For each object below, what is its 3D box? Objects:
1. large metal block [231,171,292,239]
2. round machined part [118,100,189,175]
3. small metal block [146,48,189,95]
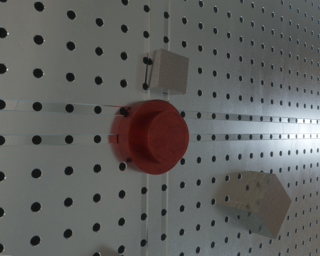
[{"bbox_3d":[0.182,0.135,0.549,0.080,0.050,0.080,52,59,-28],"label":"large metal block"},{"bbox_3d":[-0.001,0.012,0.400,0.099,0.042,0.097,0,91,-40],"label":"round machined part"},{"bbox_3d":[0.011,-0.075,0.420,0.050,0.025,0.050,8,85,-40],"label":"small metal block"}]
